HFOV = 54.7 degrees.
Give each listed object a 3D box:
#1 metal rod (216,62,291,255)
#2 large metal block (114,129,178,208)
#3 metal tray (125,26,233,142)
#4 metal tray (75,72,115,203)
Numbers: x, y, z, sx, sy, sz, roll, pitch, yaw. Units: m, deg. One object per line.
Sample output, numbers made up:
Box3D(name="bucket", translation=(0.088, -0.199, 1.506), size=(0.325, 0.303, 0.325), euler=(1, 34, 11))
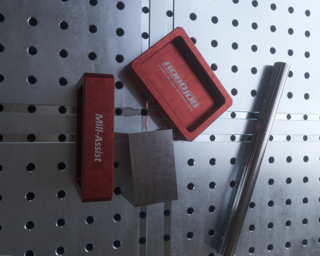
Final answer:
Box3D(name="metal rod", translation=(0.142, 0.043, 0.464), size=(0.025, 0.025, 0.299), euler=(21, 83, -19))
Box3D(name="large metal block", translation=(-0.020, 0.043, 0.376), size=(0.050, 0.080, 0.079), euler=(-6, 92, -20))
Box3D(name="metal tray", translation=(0.028, -0.057, 0.419), size=(0.090, 0.030, 0.130), euler=(-41, 103, -15))
Box3D(name="metal tray", translation=(-0.076, 0.009, 0.349), size=(0.030, 0.090, 0.129), euler=(1, 90, -20))
